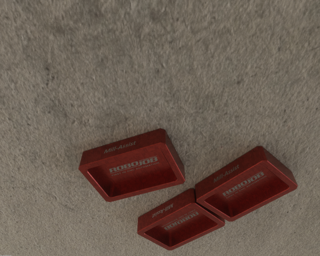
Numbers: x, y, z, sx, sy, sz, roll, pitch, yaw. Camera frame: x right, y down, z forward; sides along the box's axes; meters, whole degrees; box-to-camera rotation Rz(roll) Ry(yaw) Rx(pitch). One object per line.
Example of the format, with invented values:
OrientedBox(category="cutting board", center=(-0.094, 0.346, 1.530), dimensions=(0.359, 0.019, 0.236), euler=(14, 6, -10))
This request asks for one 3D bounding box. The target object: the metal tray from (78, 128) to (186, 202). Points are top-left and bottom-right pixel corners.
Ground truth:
OrientedBox(category="metal tray", center=(-0.039, 0.058, 0.452), dimensions=(0.130, 0.030, 0.090), euler=(-17, 129, 13))

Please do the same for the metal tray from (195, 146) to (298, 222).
OrientedBox(category="metal tray", center=(0.131, 0.092, 0.484), dimensions=(0.090, 0.030, 0.130), euler=(36, 121, -27))

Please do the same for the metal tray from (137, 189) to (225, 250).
OrientedBox(category="metal tray", center=(0.035, 0.165, 0.544), dimensions=(0.130, 0.030, 0.090), euler=(-36, 122, 26))
